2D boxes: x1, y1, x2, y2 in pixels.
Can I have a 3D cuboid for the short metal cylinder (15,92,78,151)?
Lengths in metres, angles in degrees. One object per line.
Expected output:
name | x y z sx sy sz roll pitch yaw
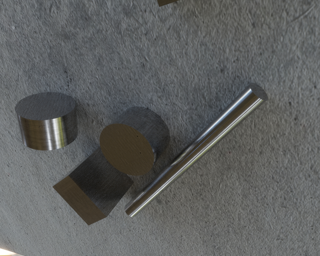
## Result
short metal cylinder | -0.162 -0.011 0.450 0.080 0.080 0.050 17 125 18

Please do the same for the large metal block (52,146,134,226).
large metal block | -0.100 0.087 0.478 0.050 0.080 0.080 -34 100 38

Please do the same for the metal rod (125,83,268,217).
metal rod | 0.029 0.049 0.421 0.025 0.025 0.298 41 129 0

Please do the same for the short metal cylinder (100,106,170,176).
short metal cylinder | -0.033 0.017 0.419 0.080 0.050 0.079 13 124 21

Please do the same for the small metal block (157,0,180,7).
small metal block | 0.018 -0.153 0.303 0.050 0.025 0.050 -6 116 31
